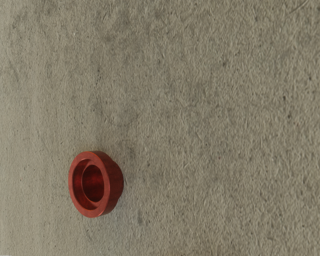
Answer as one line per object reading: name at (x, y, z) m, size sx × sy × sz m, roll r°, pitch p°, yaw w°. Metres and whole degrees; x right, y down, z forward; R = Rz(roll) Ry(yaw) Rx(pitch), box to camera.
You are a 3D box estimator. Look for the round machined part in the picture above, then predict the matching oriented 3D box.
round machined part at (-0.093, 0.083, 0.471) m, size 0.098 × 0.042 × 0.097 m, roll 0°, pitch 90°, yaw 40°
